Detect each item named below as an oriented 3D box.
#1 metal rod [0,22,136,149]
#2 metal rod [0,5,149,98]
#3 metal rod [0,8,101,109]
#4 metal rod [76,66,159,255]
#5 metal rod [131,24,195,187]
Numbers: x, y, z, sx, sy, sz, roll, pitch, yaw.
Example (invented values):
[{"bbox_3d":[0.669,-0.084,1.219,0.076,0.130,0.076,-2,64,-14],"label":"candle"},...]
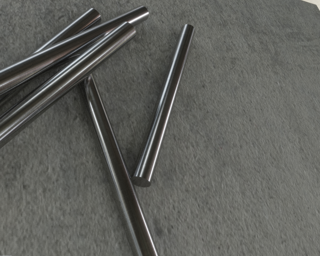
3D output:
[{"bbox_3d":[-0.125,-0.034,0.335,0.025,0.025,0.301,41,58,-1],"label":"metal rod"},{"bbox_3d":[-0.100,-0.109,0.396,0.025,0.025,0.301,42,45,0],"label":"metal rod"},{"bbox_3d":[-0.158,-0.063,0.357,0.025,0.025,0.301,36,51,-5],"label":"metal rod"},{"bbox_3d":[-0.049,0.047,0.349,0.025,0.025,0.299,-10,67,-33],"label":"metal rod"},{"bbox_3d":[0.013,-0.053,0.444,0.025,0.025,0.300,27,52,-12],"label":"metal rod"}]
